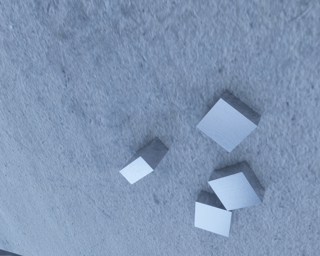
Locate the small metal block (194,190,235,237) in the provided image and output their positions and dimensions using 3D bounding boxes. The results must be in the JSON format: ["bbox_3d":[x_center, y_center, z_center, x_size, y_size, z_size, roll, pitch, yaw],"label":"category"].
[{"bbox_3d":[0.078,0.121,0.440,0.050,0.025,0.050,12,124,21],"label":"small metal block"}]

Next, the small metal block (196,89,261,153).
[{"bbox_3d":[0.079,-0.008,0.360,0.050,0.025,0.050,38,129,2],"label":"small metal block"}]

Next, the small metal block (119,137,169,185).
[{"bbox_3d":[-0.022,0.045,0.428,0.025,0.050,0.050,48,129,-6],"label":"small metal block"}]

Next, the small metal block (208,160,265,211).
[{"bbox_3d":[0.099,0.075,0.401,0.050,0.025,0.050,-25,105,36],"label":"small metal block"}]
